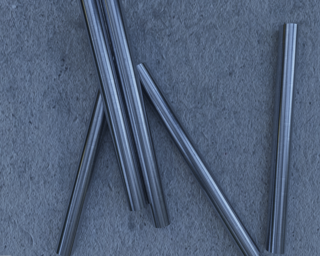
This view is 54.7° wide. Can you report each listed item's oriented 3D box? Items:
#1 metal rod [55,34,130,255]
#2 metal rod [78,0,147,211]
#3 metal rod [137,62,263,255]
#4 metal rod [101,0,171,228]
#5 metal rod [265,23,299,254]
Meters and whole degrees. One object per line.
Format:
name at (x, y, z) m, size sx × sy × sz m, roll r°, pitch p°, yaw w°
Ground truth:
metal rod at (-0.089, 0.019, 0.408) m, size 0.025 × 0.025 × 0.298 m, roll 14°, pitch 90°, yaw -1°
metal rod at (-0.061, -0.043, 0.385) m, size 0.025 × 0.025 × 0.298 m, roll -13°, pitch 96°, yaw 0°
metal rod at (0.048, 0.048, 0.410) m, size 0.025 × 0.025 × 0.299 m, roll -31°, pitch 90°, yaw 0°
metal rod at (-0.029, -0.018, 0.394) m, size 0.025 × 0.025 × 0.298 m, roll -12°, pitch 96°, yaw 0°
metal rod at (0.163, 0.014, 0.412) m, size 0.025 × 0.025 × 0.298 m, roll 4°, pitch 90°, yaw -1°
